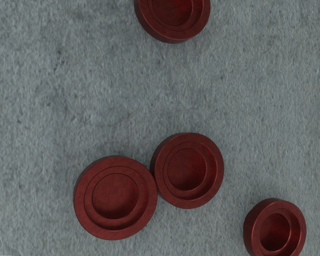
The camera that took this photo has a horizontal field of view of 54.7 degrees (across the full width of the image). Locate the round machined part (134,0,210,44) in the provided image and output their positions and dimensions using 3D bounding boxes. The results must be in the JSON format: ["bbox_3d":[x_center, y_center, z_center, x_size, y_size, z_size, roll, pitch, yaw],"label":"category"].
[{"bbox_3d":[0.013,-0.159,0.405,0.099,0.042,0.097,0,90,-21],"label":"round machined part"}]

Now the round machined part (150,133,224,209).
[{"bbox_3d":[0.032,0.054,0.413,0.099,0.042,0.097,0,90,-21],"label":"round machined part"}]

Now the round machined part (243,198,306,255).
[{"bbox_3d":[0.165,0.153,0.463,0.099,0.042,0.097,0,90,-21],"label":"round machined part"}]

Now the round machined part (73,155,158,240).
[{"bbox_3d":[-0.056,0.082,0.379,0.099,0.042,0.097,0,91,-19],"label":"round machined part"}]
